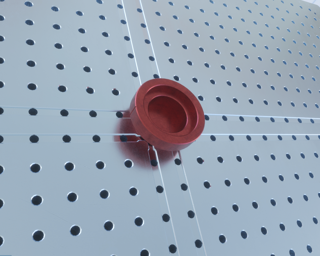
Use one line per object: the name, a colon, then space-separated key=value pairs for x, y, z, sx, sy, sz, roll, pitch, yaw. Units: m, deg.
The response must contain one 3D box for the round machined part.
round machined part: x=0.006 y=-0.014 z=0.407 sx=0.099 sy=0.042 sz=0.098 roll=13 pitch=56 yaw=-21
